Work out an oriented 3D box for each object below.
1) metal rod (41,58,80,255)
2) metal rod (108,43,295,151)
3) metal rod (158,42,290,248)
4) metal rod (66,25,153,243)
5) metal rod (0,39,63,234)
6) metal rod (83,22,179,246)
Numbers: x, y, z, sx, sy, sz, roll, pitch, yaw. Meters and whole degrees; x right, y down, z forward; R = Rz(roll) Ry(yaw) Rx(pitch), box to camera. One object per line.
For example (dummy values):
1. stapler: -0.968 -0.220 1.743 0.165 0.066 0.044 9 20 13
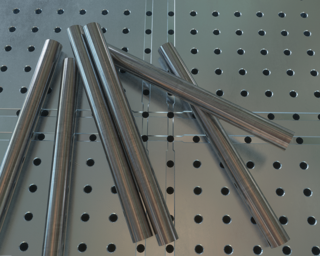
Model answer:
1. metal rod: -0.125 0.046 0.394 0.025 0.025 0.299 -1 70 0
2. metal rod: 0.026 -0.053 0.407 0.300 0.025 0.025 29 72 19
3. metal rod: 0.075 0.009 0.408 0.025 0.025 0.299 -25 72 -9
4. metal rod: -0.070 -0.004 0.403 0.025 0.025 0.299 -19 75 -7
5. metal rod: -0.182 0.016 0.405 0.025 0.025 0.299 10 70 3
6. metal rod: -0.042 -0.002 0.396 0.025 0.025 0.299 -20 77 -7
